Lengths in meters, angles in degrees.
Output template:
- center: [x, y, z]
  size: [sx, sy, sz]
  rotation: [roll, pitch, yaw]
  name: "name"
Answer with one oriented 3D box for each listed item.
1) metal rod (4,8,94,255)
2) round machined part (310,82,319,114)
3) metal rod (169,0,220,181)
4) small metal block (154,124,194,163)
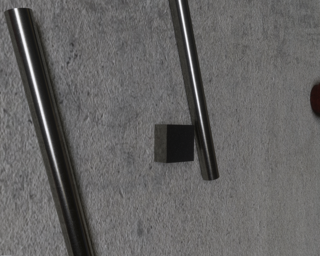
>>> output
- center: [-0.105, 0.035, 0.316]
  size: [0.025, 0.025, 0.298]
  rotation: [-19, 102, -38]
  name: "metal rod"
- center: [0.383, -0.068, 0.714]
  size: [0.099, 0.042, 0.097]
  rotation: [0, 90, -40]
  name: "round machined part"
- center: [0.048, -0.069, 0.444]
  size: [0.025, 0.025, 0.298]
  rotation: [-20, 103, -38]
  name: "metal rod"
- center: [0.020, 0.020, 0.421]
  size: [0.050, 0.025, 0.050]
  rotation: [1, 89, -40]
  name: "small metal block"
